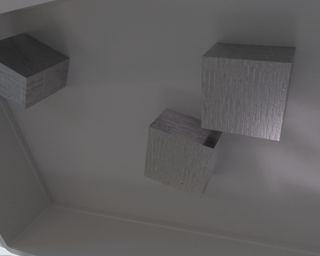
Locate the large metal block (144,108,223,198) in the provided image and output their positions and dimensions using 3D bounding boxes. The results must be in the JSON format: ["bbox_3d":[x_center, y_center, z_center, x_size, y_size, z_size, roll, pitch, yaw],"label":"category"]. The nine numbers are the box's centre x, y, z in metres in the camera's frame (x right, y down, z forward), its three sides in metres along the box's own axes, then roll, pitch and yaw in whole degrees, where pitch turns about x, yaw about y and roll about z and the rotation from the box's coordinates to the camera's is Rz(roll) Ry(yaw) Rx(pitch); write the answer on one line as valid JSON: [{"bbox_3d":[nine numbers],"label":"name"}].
[{"bbox_3d":[0.030,0.031,0.396,0.080,0.050,0.079,19,126,17],"label":"large metal block"}]

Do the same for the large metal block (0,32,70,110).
[{"bbox_3d":[-0.184,-0.080,0.421,0.080,0.080,0.050,30,128,9],"label":"large metal block"}]

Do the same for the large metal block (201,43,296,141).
[{"bbox_3d":[0.090,-0.040,0.321,0.080,0.050,0.079,10,123,23],"label":"large metal block"}]
